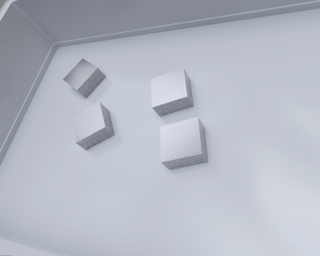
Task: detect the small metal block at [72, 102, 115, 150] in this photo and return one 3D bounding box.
[{"bbox_3d":[-0.099,-0.003,0.460,0.050,0.025,0.050,-28,52,10],"label":"small metal block"}]

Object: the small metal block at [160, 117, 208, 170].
[{"bbox_3d":[0.029,0.019,0.379,0.050,0.025,0.050,-14,56,20],"label":"small metal block"}]

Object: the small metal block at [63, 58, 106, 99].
[{"bbox_3d":[-0.128,-0.085,0.525,0.050,0.025,0.050,35,81,38],"label":"small metal block"}]

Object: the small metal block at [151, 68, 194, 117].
[{"bbox_3d":[0.016,-0.049,0.427,0.050,0.025,0.050,-16,55,19],"label":"small metal block"}]
